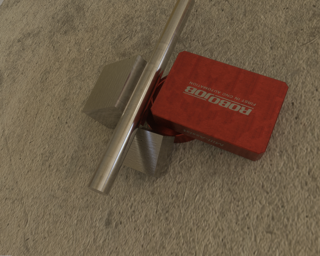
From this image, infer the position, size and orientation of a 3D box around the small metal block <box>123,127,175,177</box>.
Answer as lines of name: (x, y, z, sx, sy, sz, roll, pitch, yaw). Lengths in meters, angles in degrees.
small metal block: (-0.014, 0.028, 0.383, 0.050, 0.025, 0.050, 17, 96, 35)

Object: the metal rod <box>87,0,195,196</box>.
metal rod: (-0.015, -0.059, 0.395, 0.025, 0.025, 0.300, 8, 63, 31)

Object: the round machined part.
round machined part: (0.024, -0.033, 0.402, 0.098, 0.042, 0.098, -13, 56, 21)

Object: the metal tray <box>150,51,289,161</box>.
metal tray: (0.067, -0.028, 0.356, 0.130, 0.030, 0.090, 21, 73, 14)

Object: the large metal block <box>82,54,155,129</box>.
large metal block: (-0.052, -0.047, 0.432, 0.080, 0.050, 0.080, -3, 58, 47)
